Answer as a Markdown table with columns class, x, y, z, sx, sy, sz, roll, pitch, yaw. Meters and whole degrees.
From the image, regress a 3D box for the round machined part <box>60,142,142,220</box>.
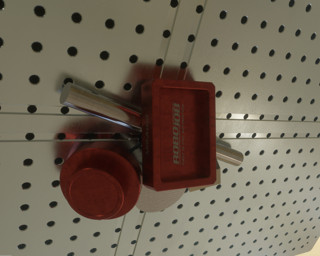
| class | x | y | z | sx | sy | sz | roll | pitch | yaw |
| --- | --- | --- | --- | --- | --- | --- | --- | --- | --- |
| round machined part | -0.072 | 0.069 | 0.368 | 0.099 | 0.042 | 0.097 | 2 | 110 | 6 |

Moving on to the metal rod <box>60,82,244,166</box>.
| class | x | y | z | sx | sy | sz | roll | pitch | yaw |
| --- | --- | --- | --- | --- | --- | --- | --- | --- | --- |
| metal rod | 0.013 | 0.007 | 0.418 | 0.302 | 0.025 | 0.025 | 21 | 107 | -36 |

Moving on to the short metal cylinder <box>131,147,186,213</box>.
| class | x | y | z | sx | sy | sz | roll | pitch | yaw |
| --- | --- | --- | --- | --- | --- | --- | --- | --- | --- |
| short metal cylinder | -0.008 | 0.069 | 0.429 | 0.081 | 0.050 | 0.079 | -14 | 124 | -21 |

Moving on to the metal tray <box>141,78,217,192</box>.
| class | x | y | z | sx | sy | sz | roll | pitch | yaw |
| --- | --- | --- | --- | --- | --- | --- | --- | --- | --- |
| metal tray | 0.025 | 0.007 | 0.383 | 0.091 | 0.030 | 0.129 | -1 | 90 | -29 |

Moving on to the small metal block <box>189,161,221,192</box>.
| class | x | y | z | sx | sy | sz | roll | pitch | yaw |
| --- | --- | --- | --- | --- | --- | --- | --- | --- | --- |
| small metal block | 0.064 | 0.069 | 0.470 | 0.050 | 0.025 | 0.050 | -16 | 143 | 0 |
